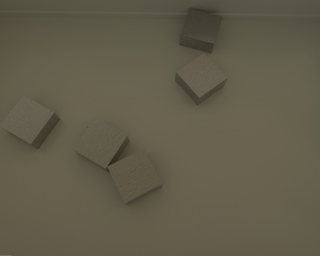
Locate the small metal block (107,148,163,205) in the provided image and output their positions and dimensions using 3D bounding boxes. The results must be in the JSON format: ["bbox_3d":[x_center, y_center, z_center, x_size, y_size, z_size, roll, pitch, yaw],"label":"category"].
[{"bbox_3d":[-0.031,0.061,0.387,0.050,0.025,0.050,-26,72,-9],"label":"small metal block"}]

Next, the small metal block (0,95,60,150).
[{"bbox_3d":[-0.171,-0.007,0.411,0.050,0.025,0.050,28,72,9],"label":"small metal block"}]

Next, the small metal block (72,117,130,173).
[{"bbox_3d":[-0.075,0.022,0.401,0.050,0.025,0.050,28,72,10],"label":"small metal block"}]

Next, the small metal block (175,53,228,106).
[{"bbox_3d":[0.057,-0.069,0.435,0.050,0.025,0.050,-36,74,-12],"label":"small metal block"}]

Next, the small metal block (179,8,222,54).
[{"bbox_3d":[0.061,-0.145,0.463,0.050,0.025,0.050,17,71,6],"label":"small metal block"}]
